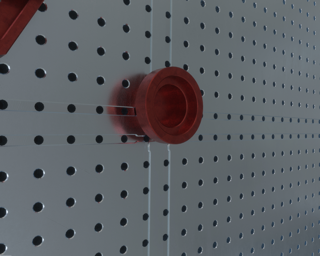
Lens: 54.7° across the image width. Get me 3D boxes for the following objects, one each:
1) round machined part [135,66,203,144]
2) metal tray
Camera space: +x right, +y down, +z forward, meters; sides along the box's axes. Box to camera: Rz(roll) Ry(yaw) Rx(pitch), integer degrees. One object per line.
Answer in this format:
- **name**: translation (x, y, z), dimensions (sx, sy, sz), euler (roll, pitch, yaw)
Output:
- **round machined part**: translation (0.008, -0.028, 0.404), dimensions (0.099, 0.042, 0.097), euler (0, 90, -40)
- **metal tray**: translation (-0.172, -0.132, 0.260), dimensions (0.130, 0.030, 0.090), euler (37, 67, -34)
